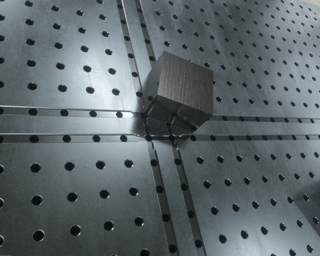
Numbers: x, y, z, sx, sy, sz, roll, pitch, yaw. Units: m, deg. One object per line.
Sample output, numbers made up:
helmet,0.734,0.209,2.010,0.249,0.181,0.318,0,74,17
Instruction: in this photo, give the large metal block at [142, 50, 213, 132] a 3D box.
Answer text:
large metal block,0.027,-0.051,0.437,0.080,0.050,0.080,19,54,-17

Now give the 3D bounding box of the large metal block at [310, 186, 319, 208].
large metal block,0.297,0.114,0.481,0.081,0.050,0.080,-25,75,-37
